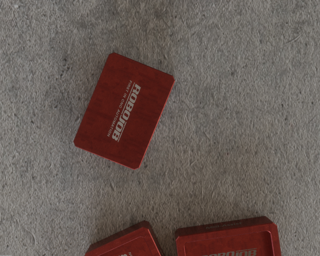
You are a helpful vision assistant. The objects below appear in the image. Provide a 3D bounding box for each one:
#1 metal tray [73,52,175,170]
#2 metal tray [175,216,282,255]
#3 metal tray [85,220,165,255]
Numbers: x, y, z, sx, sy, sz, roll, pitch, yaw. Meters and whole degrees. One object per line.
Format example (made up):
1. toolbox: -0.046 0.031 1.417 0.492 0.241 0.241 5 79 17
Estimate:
1. metal tray: -0.045 -0.021 0.407 0.090 0.030 0.129 22 90 0
2. metal tray: 0.090 0.173 0.408 0.131 0.030 0.089 -8 90 0
3. metal tray: -0.030 0.201 0.407 0.090 0.030 0.129 -25 90 0
